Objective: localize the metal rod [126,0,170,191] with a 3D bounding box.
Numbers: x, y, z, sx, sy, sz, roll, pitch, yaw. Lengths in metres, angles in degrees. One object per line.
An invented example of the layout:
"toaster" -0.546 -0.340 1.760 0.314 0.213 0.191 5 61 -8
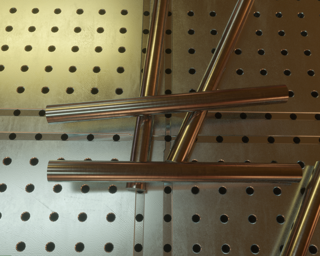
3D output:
"metal rod" -0.013 -0.063 0.434 0.025 0.025 0.299 6 70 2

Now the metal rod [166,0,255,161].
"metal rod" 0.080 -0.082 0.442 0.025 0.025 0.300 23 71 8

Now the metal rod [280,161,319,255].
"metal rod" 0.140 0.172 0.350 0.025 0.025 0.300 27 72 9

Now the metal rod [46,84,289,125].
"metal rod" 0.011 -0.031 0.395 0.302 0.025 0.025 -5 70 -3

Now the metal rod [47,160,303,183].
"metal rod" 0.024 0.053 0.372 0.302 0.025 0.025 2 70 -8
